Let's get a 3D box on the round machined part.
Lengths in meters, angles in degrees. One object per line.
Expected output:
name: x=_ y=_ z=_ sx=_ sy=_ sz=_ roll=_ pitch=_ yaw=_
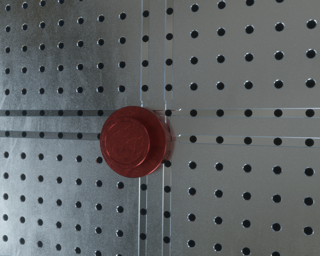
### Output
round machined part: x=-0.038 y=0.019 z=0.416 sx=0.098 sy=0.042 sz=0.097 roll=0 pitch=90 yaw=19
